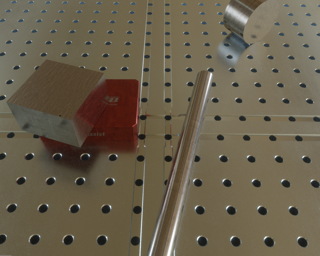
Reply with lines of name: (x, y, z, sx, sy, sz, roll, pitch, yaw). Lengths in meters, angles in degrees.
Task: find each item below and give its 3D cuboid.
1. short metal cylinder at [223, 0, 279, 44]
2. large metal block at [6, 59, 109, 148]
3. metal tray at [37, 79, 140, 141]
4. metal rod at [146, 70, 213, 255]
short metal cylinder: (0.158, -0.195, 0.538, 0.081, 0.080, 0.050, -27, 55, -21)
large metal block: (-0.119, -0.032, 0.377, 0.080, 0.050, 0.080, 15, 52, 12)
metal tray: (-0.095, -0.027, 0.426, 0.131, 0.030, 0.090, 0, 50, -1)
metal rod: (0.031, 0.033, 0.380, 0.025, 0.025, 0.300, 12, 51, 9)
